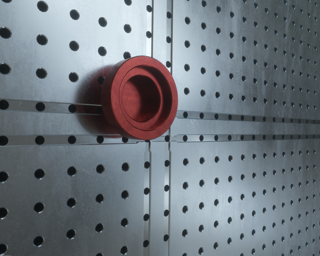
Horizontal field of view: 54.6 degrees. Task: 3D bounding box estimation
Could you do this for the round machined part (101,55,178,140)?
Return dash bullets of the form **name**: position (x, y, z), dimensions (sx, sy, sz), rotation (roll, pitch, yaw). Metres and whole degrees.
- **round machined part**: position (-0.028, -0.035, 0.374), dimensions (0.099, 0.042, 0.097), rotation (0, 90, -40)
